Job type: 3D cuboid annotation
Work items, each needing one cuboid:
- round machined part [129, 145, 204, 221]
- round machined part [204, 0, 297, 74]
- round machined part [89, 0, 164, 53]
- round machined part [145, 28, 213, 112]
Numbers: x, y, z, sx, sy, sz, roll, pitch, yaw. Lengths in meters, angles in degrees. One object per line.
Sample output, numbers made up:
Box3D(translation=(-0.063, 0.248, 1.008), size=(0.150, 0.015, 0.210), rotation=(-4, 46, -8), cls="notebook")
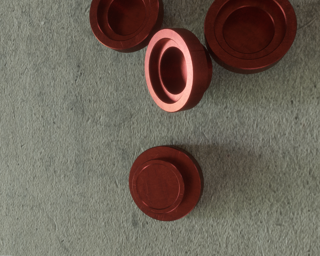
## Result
Box3D(translation=(0.004, 0.072, 0.399), size=(0.098, 0.042, 0.097), rotation=(0, 90, 20), cls="round machined part")
Box3D(translation=(0.101, -0.109, 0.357), size=(0.098, 0.042, 0.097), rotation=(-1, 84, 8), cls="round machined part")
Box3D(translation=(-0.041, -0.149, 0.414), size=(0.098, 0.042, 0.097), rotation=(0, 90, 20), cls="round machined part")
Box3D(translation=(0.025, -0.070, 0.374), size=(0.098, 0.042, 0.097), rotation=(24, 120, 52), cls="round machined part")
